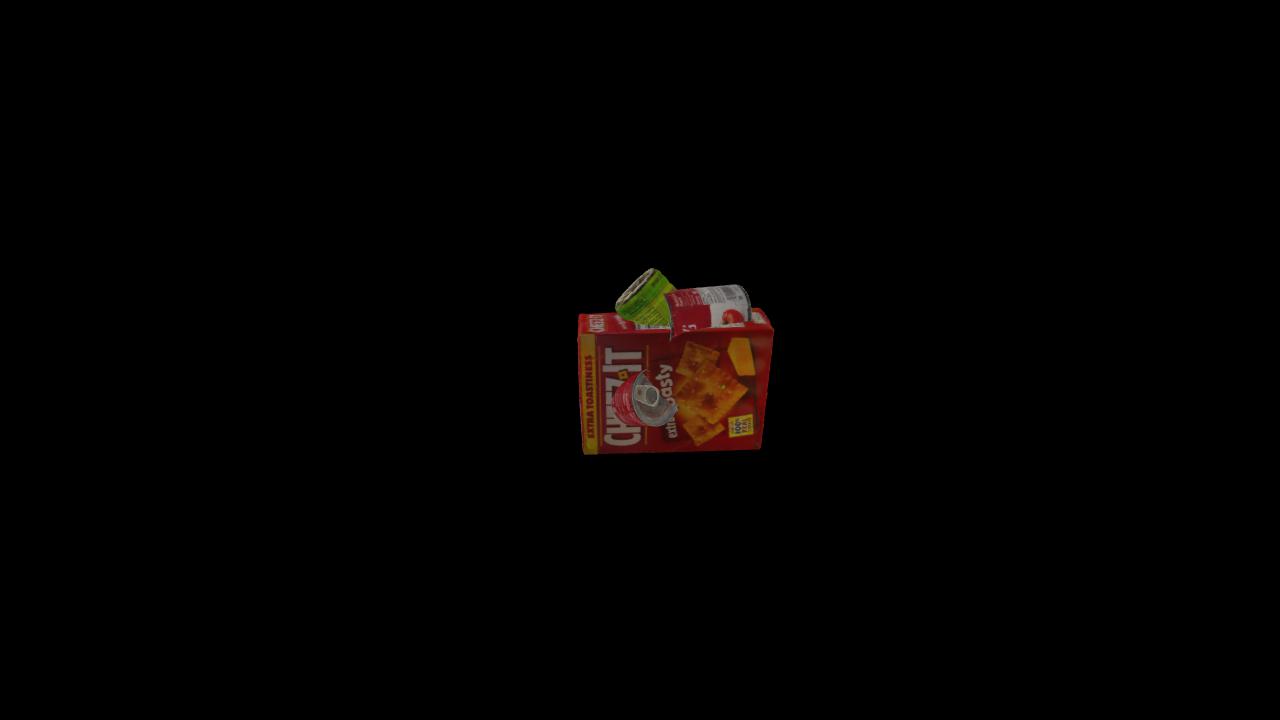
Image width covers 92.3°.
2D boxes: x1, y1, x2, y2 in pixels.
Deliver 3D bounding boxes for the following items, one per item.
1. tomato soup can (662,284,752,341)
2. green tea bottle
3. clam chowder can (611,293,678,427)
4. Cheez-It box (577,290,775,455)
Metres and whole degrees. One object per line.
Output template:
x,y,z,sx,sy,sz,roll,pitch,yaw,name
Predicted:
0.070,-0.051,0.712,0.101,0.068,0.068,-8,2,-18,tomato soup can
0.064,-0.011,0.726,0.073,0.212,0.073,-40,13,12,green tea bottle
-0.012,0.045,0.732,0.068,0.068,0.102,0,-5,-38,clam chowder can
0.038,0.026,0.736,0.223,0.166,0.071,-1,27,-4,Cheez-It box
